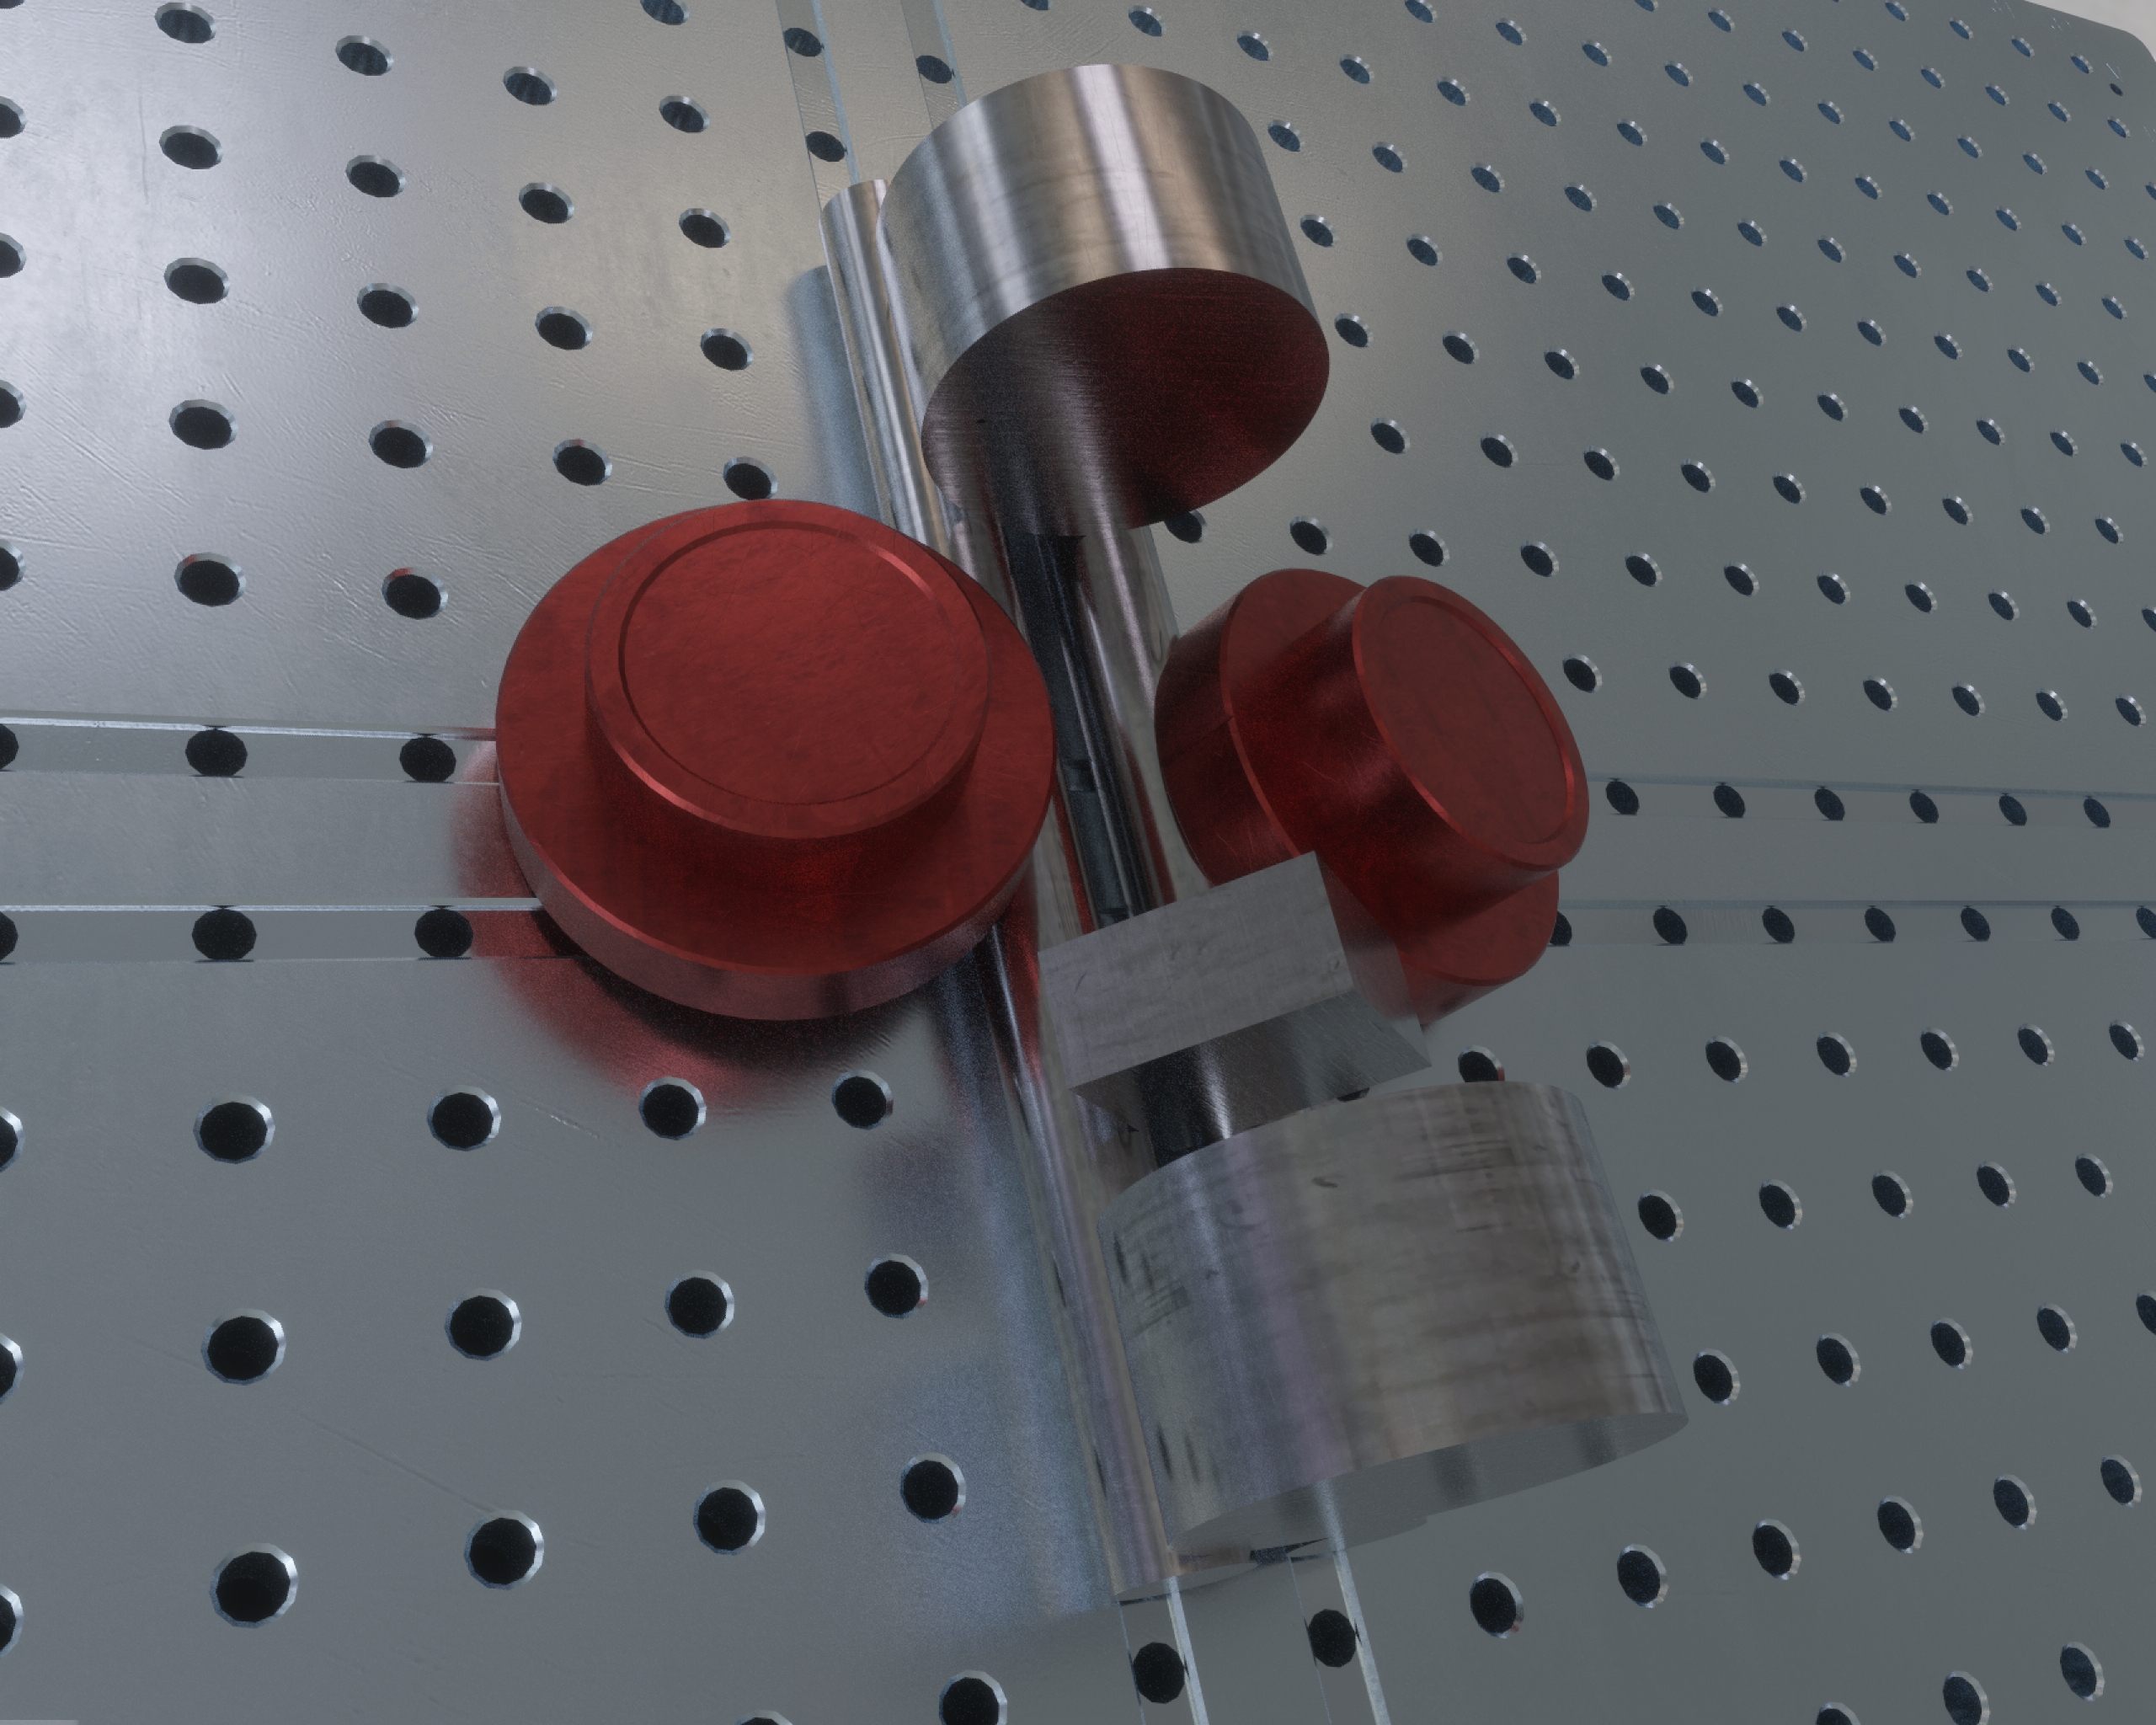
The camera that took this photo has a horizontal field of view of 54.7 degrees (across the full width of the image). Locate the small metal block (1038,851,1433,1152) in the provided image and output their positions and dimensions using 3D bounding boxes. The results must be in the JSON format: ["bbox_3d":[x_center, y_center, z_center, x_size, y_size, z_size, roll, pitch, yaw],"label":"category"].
[{"bbox_3d":[0.028,0.026,0.361,0.050,0.050,0.025,41,32,-60],"label":"small metal block"}]

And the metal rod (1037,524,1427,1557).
[{"bbox_3d":[0.017,-0.015,0.425,0.025,0.025,0.299,1,61,-28],"label":"metal rod"}]

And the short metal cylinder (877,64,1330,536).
[{"bbox_3d":[0.004,-0.109,0.413,0.081,0.080,0.050,1,62,-28],"label":"short metal cylinder"}]

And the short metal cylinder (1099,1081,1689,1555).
[{"bbox_3d":[0.048,0.073,0.326,0.081,0.080,0.050,1,62,-28],"label":"short metal cylinder"}]

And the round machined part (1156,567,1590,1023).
[{"bbox_3d":[0.066,-0.020,0.428,0.099,0.042,0.098,26,47,-31],"label":"round machined part"}]

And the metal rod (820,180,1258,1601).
[{"bbox_3d":[-0.014,-0.013,0.407,0.025,0.025,0.299,1,61,-28],"label":"metal rod"}]

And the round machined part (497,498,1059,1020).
[{"bbox_3d":[-0.052,-0.025,0.369,0.099,0.042,0.098,5,61,-10],"label":"round machined part"}]
